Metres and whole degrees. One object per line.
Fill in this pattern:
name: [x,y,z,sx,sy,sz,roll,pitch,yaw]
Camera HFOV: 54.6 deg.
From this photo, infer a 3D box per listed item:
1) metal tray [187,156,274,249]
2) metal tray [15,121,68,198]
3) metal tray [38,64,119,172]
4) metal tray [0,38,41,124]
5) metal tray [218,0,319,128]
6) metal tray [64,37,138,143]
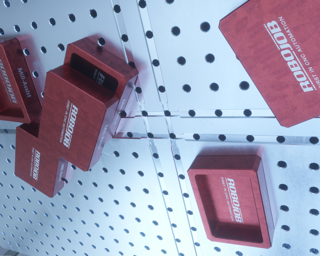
metal tray: [0.097,0.100,0.418,0.090,0.030,0.129,-4,117,30]
metal tray: [-0.214,0.058,0.558,0.090,0.030,0.129,30,128,9]
metal tray: [-0.116,-0.010,0.424,0.090,0.030,0.129,31,129,8]
metal tray: [-0.248,-0.074,0.494,0.090,0.030,0.129,6,121,25]
metal tray: [0.129,-0.073,0.295,0.090,0.030,0.130,-28,103,37]
metal tray: [-0.093,-0.045,0.429,0.090,0.030,0.129,33,129,7]
